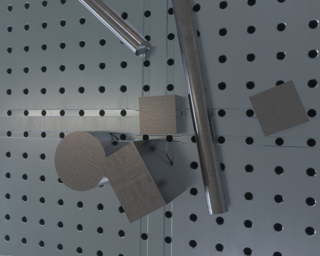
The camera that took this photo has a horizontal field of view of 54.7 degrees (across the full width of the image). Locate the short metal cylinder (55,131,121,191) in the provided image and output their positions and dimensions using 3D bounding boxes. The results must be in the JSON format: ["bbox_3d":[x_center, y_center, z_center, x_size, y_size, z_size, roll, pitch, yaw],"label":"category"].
[{"bbox_3d":[-0.098,0.044,0.434,0.080,0.050,0.079,0,90,20],"label":"short metal cylinder"}]

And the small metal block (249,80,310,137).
[{"bbox_3d":[0.139,-0.022,0.364,0.050,0.025,0.050,-22,83,18],"label":"small metal block"}]

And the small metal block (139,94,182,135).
[{"bbox_3d":[0.001,-0.017,0.412,0.050,0.025,0.050,-2,89,20],"label":"small metal block"}]

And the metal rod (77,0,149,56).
[{"bbox_3d":[-0.127,-0.210,0.457,0.300,0.025,0.025,45,104,14],"label":"metal rod"}]

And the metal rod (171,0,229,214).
[{"bbox_3d":[0.048,-0.043,0.395,0.025,0.025,0.298,-11,86,19],"label":"metal rod"}]

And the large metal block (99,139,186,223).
[{"bbox_3d":[-0.019,0.062,0.390,0.050,0.080,0.080,-32,80,17],"label":"large metal block"}]
